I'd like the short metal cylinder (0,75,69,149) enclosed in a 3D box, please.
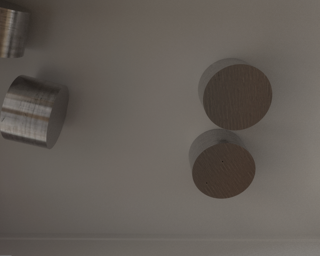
[{"bbox_3d":[-0.148,-0.019,0.373,0.050,0.080,0.079,14,110,-6],"label":"short metal cylinder"}]

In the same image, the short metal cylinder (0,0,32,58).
[{"bbox_3d":[-0.187,-0.114,0.337,0.080,0.080,0.050,17,109,-7],"label":"short metal cylinder"}]

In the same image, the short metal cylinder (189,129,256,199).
[{"bbox_3d":[0.081,0.047,0.417,0.081,0.050,0.079,0,110,-1],"label":"short metal cylinder"}]

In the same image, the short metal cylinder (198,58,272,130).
[{"bbox_3d":[0.090,-0.043,0.384,0.081,0.050,0.079,0,110,-1],"label":"short metal cylinder"}]
